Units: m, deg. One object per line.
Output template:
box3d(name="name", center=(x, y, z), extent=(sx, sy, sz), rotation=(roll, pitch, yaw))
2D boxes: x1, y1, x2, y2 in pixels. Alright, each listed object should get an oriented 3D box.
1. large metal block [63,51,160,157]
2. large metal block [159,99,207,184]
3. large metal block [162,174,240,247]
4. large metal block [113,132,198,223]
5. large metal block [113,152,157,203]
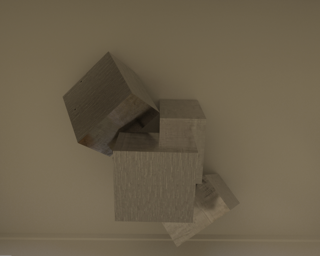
box3d(name="large metal block", center=(-0.059, -0.028, 0.362), extent=(0.080, 0.080, 0.050), rotation=(-41, 140, 13))
box3d(name="large metal block", center=(0.024, 0.014, 0.384), extent=(0.050, 0.080, 0.079), rotation=(1, 110, -1))
box3d(name="large metal block", center=(0.053, 0.105, 0.412), extent=(0.080, 0.080, 0.050), rotation=(-39, 71, 13))
box3d(name="large metal block", center=(-0.005, 0.051, 0.329), extent=(0.081, 0.050, 0.079), rotation=(2, 110, -1))
box3d(name="large metal block", center=(-0.029, 0.059, 0.402), extent=(0.050, 0.080, 0.079), rotation=(1, 110, -1))
